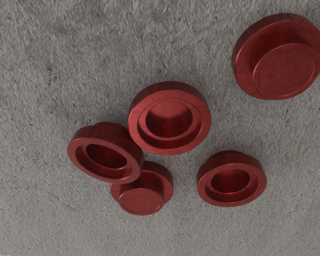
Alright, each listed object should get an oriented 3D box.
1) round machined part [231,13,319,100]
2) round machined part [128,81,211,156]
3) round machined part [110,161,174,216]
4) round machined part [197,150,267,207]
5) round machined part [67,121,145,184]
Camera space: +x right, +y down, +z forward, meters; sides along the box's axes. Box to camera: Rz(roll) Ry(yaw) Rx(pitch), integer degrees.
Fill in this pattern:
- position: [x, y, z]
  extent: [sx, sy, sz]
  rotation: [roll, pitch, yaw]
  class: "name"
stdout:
- position: [0.131, -0.070, 0.338]
  extent: [0.099, 0.042, 0.097]
  rotation: [0, 130, 0]
  class: "round machined part"
- position: [0.010, -0.016, 0.380]
  extent: [0.099, 0.042, 0.097]
  rotation: [-2, 128, -3]
  class: "round machined part"
- position: [-0.028, 0.099, 0.480]
  extent: [0.099, 0.042, 0.097]
  rotation: [0, 130, 0]
  class: "round machined part"
- position: [0.103, 0.071, 0.457]
  extent: [0.099, 0.042, 0.097]
  rotation: [0, 130, 0]
  class: "round machined part"
- position: [-0.067, 0.029, 0.409]
  extent: [0.098, 0.042, 0.097]
  rotation: [10, 140, 9]
  class: "round machined part"
